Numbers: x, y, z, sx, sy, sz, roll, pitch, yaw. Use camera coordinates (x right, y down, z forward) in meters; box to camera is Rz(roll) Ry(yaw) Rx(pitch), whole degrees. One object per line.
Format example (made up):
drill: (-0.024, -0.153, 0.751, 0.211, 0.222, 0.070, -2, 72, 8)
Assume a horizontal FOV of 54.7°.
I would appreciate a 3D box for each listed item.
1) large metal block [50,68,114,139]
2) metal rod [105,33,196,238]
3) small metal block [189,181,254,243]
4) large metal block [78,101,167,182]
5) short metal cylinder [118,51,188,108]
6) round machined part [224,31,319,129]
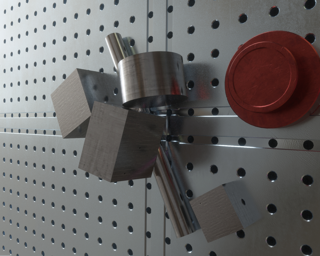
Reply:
large metal block: (-0.123, -0.037, 0.495, 0.080, 0.050, 0.080, -33, 70, 35)
metal rod: (-0.019, -0.002, 0.425, 0.025, 0.025, 0.299, -33, 70, 35)
small metal block: (0.069, 0.095, 0.353, 0.050, 0.025, 0.050, -37, 67, 33)
large metal block: (-0.043, 0.016, 0.375, 0.050, 0.080, 0.080, 17, 94, 31)
short metal cylinder: (-0.009, -0.056, 0.381, 0.080, 0.081, 0.050, -11, 83, 39)
round machined part: (0.108, -0.048, 0.309, 0.098, 0.042, 0.097, 0, 90, 40)
